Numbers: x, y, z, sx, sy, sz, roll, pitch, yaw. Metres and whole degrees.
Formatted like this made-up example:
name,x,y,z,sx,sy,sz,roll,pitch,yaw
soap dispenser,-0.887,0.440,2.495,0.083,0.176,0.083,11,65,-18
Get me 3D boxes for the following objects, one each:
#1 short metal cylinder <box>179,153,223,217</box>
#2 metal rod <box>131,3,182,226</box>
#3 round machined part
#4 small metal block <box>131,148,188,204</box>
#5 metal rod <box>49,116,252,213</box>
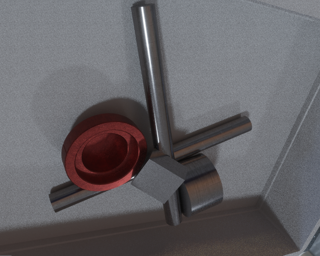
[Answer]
name,x,y,z,sx,sy,sz,roll,pitch,yaw
short metal cylinder,0.048,0.082,0.450,0.050,0.080,0.079,-18,126,-18
metal rod,0.002,0.004,0.389,0.025,0.025,0.298,-18,119,-18
round machined part,-0.069,0.025,0.375,0.099,0.042,0.097,-14,125,-21
small metal block,-0.001,0.061,0.392,0.050,0.025,0.050,32,121,-5
metal rod,-0.001,0.044,0.435,0.302,0.025,0.025,-21,127,-17
